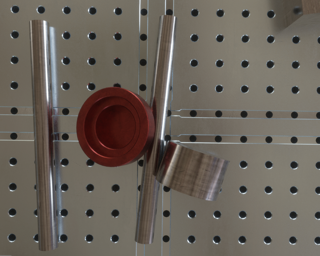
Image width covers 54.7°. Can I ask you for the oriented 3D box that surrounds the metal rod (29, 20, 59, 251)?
[{"bbox_3d":[-0.154,0.010,0.411,0.025,0.025,0.298,-2,90,-1],"label":"metal rod"}]

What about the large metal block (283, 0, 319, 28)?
[{"bbox_3d":[0.210,-0.183,0.404,0.081,0.050,0.080,-8,90,-1],"label":"large metal block"}]

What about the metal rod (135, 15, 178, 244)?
[{"bbox_3d":[-0.005,0.002,0.413,0.025,0.025,0.298,6,90,-1],"label":"metal rod"}]

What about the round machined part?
[{"bbox_3d":[-0.053,-0.001,0.394,0.098,0.042,0.097,-1,87,19],"label":"round machined part"}]

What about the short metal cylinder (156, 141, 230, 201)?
[{"bbox_3d":[0.041,0.052,0.387,0.080,0.080,0.050,18,90,-1],"label":"short metal cylinder"}]
